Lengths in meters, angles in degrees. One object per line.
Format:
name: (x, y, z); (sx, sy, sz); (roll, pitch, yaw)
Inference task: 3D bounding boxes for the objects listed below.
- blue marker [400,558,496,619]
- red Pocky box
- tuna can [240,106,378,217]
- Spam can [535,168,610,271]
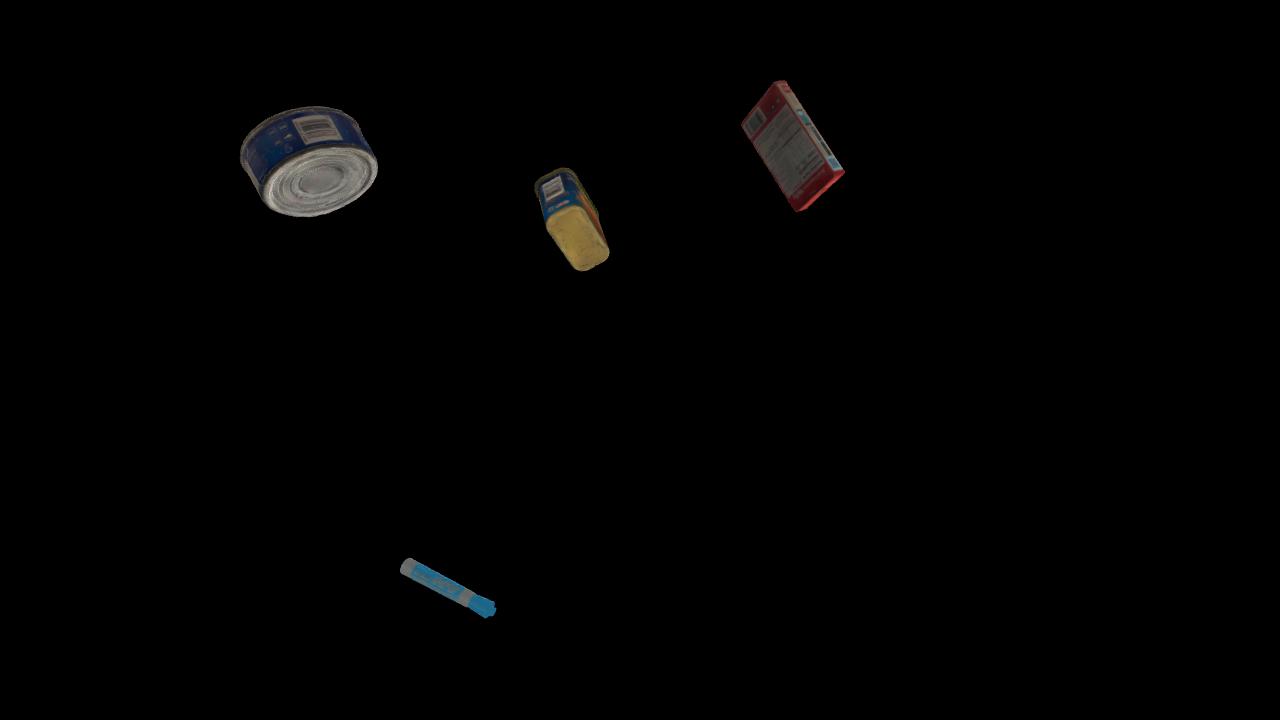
blue marker: (-0.212, 0.253, 0.681); (0.121, 0.020, 0.020); (20, 6, 17)
red Pocky box: (0.204, -0.287, 0.832); (0.028, 0.155, 0.083); (-22, -12, -35)
tuna can: (-0.235, -0.140, 0.443); (0.084, 0.034, 0.084); (-31, -6, -3)
Spam can: (-0.085, -0.175, 0.775); (0.058, 0.085, 0.101); (-26, -42, 9)
